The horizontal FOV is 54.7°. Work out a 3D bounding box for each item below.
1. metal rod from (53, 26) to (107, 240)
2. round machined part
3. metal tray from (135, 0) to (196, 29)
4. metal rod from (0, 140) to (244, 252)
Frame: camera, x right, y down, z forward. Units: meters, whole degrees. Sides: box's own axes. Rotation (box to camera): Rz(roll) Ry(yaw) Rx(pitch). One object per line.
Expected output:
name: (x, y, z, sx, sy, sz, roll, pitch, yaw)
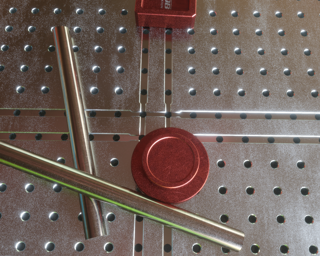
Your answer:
metal rod: (-0.111, -0.008, 0.413, 0.025, 0.025, 0.299, -13, 71, -5)
round machined part: (0.013, 0.044, 0.387, 0.099, 0.042, 0.098, 0, 70, -1)
metal tray: (0.012, -0.221, 0.489, 0.091, 0.030, 0.130, 4, 70, 1)
metal rod: (-0.047, 0.080, 0.360, 0.301, 0.025, 0.025, 21, 71, -2)
